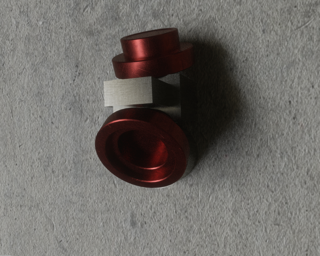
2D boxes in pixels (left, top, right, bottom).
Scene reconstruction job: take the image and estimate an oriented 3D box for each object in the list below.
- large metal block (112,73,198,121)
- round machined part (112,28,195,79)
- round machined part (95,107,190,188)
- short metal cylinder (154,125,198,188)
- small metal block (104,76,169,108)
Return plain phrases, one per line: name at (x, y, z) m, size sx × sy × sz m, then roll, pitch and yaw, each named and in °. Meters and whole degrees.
large metal block at (-0.003, -0.032, 0.380) m, size 0.080 × 0.080 × 0.050 m, roll -2°, pitch 90°, yaw 19°
round machined part at (-0.010, -0.092, 0.370) m, size 0.098 × 0.098 × 0.042 m, roll -2°, pitch 114°, yaw 19°
round machined part at (-0.016, 0.017, 0.336) m, size 0.098 × 0.042 × 0.097 m, roll 9°, pitch 131°, yaw 11°
short metal cylinder at (0.003, 0.033, 0.396) m, size 0.080 × 0.050 × 0.079 m, roll 0°, pitch 90°, yaw 19°
small metal block at (-0.023, -0.034, 0.318) m, size 0.050 × 0.050 × 0.025 m, roll -3°, pitch 89°, yaw 20°
